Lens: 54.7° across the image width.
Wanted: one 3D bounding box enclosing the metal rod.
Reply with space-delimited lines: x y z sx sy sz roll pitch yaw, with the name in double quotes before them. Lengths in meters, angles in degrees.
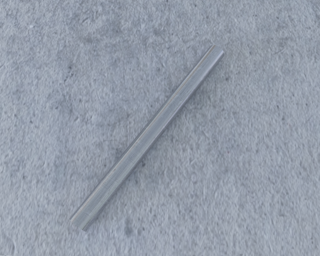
"metal rod" -0.007 0.002 0.407 0.025 0.025 0.300 35 73 11
